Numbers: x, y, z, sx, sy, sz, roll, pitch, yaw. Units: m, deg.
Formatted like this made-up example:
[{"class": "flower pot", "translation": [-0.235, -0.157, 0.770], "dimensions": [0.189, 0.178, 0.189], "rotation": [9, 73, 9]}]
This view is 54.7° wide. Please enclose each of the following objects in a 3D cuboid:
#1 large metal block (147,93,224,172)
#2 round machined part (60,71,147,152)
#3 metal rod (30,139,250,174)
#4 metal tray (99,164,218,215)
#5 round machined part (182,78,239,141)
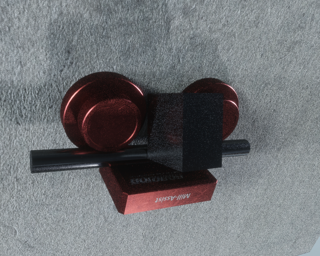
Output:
[{"class": "large metal block", "translation": [0.026, 0.000, 0.354], "dimensions": [0.050, 0.080, 0.079], "rotation": [-2, 96, -28]}, {"class": "round machined part", "translation": [-0.060, -0.012, 0.356], "dimensions": [0.099, 0.042, 0.097], "rotation": [-14, 125, -21]}, {"class": "metal rod", "translation": [-0.004, 0.033, 0.401], "dimensions": [0.303, 0.025, 0.025], "rotation": [-1, 119, -28]}, {"class": "metal tray", "translation": [-0.003, 0.062, 0.404], "dimensions": [0.131, 0.090, 0.030], "rotation": [-1, 119, -28]}, {"class": "round machined part", "translation": [0.069, -0.016, 0.426], "dimensions": [0.099, 0.042, 0.097], "rotation": [-14, 125, -21]}]
